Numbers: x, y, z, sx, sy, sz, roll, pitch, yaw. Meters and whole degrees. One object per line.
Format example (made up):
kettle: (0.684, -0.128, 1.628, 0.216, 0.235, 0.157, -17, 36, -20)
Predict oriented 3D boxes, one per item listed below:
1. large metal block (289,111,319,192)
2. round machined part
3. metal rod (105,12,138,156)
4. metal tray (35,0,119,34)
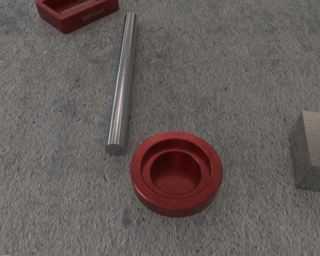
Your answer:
large metal block: (0.204, 0.030, 0.363, 0.080, 0.050, 0.080, 7, 50, 6)
round machined part: (0.017, 0.054, 0.347, 0.099, 0.042, 0.098, 0, 50, 0)
metal rod: (-0.054, -0.088, 0.476, 0.025, 0.025, 0.300, 0, 50, 0)
metal tray: (-0.156, -0.236, 0.596, 0.131, 0.030, 0.090, -37, 59, -27)
